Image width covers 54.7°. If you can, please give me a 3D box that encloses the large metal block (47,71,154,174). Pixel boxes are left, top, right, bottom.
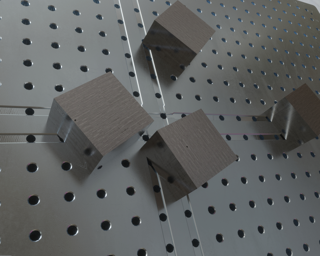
[{"bbox_3d":[-0.069,-0.008,0.361,0.080,0.050,0.081,49,51,6],"label":"large metal block"}]

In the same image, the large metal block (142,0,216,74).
[{"bbox_3d":[0.032,-0.148,0.501,0.080,0.050,0.080,38,51,-3],"label":"large metal block"}]

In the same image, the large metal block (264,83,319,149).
[{"bbox_3d":[0.244,-0.022,0.540,0.081,0.050,0.080,-28,78,-38],"label":"large metal block"}]

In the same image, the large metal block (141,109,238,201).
[{"bbox_3d":[0.037,0.032,0.394,0.081,0.050,0.080,-27,77,-37],"label":"large metal block"}]
